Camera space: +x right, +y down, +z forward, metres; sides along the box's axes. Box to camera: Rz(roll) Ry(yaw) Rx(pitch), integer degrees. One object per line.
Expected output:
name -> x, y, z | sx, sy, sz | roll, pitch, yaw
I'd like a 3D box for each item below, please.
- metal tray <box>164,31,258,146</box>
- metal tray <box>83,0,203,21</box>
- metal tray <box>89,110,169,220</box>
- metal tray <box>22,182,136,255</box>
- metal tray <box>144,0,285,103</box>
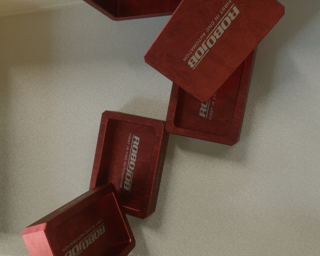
metal tray -> 0.063, -0.050, 0.385 | 0.090, 0.030, 0.129 | 11, 94, 19
metal tray -> -0.020, -0.167, 0.382 | 0.130, 0.090, 0.030 | 1, 91, 19
metal tray -> -0.043, 0.047, 0.421 | 0.090, 0.030, 0.129 | 12, 94, 19
metal tray -> -0.082, 0.126, 0.352 | 0.030, 0.131, 0.090 | -20, 91, 23
metal tray -> 0.055, -0.103, 0.339 | 0.090, 0.030, 0.129 | 35, 116, -10
